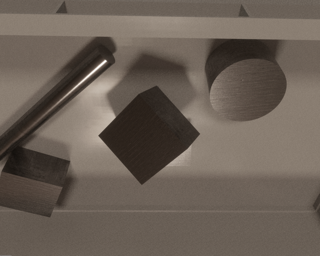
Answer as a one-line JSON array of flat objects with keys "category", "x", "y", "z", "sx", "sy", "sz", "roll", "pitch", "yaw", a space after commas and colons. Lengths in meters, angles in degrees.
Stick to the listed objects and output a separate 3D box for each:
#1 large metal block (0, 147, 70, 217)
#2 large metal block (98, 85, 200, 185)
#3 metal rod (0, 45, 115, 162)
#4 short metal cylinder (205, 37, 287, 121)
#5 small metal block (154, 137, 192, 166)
[{"category": "large metal block", "x": -0.188, "y": 0.081, "z": 0.459, "sx": 0.081, "sy": 0.050, "sz": 0.079, "roll": 19, "pitch": 127, "yaw": -16}, {"category": "large metal block", "x": -0.013, "y": 0.008, "z": 0.377, "sx": 0.080, "sy": 0.050, "sz": 0.080, "roll": 49, "pitch": 119, "yaw": 1}, {"category": "metal rod", "x": -0.171, "y": -0.005, "z": 0.402, "sx": 0.299, "sy": 0.025, "sz": 0.025, "roll": -34, "pitch": 123, "yaw": 25}, {"category": "short metal cylinder", "x": 0.093, "y": -0.054, "z": 0.348, "sx": 0.081, "sy": 0.050, "sz": 0.079, "roll": 0, "pitch": 130, "yaw": 0}, {"category": "small metal block", "x": 0.017, "y": 0.027, "z": 0.433, "sx": 0.050, "sy": 0.025, "sz": 0.050, "roll": -1, "pitch": 130, "yaw": 0}]
